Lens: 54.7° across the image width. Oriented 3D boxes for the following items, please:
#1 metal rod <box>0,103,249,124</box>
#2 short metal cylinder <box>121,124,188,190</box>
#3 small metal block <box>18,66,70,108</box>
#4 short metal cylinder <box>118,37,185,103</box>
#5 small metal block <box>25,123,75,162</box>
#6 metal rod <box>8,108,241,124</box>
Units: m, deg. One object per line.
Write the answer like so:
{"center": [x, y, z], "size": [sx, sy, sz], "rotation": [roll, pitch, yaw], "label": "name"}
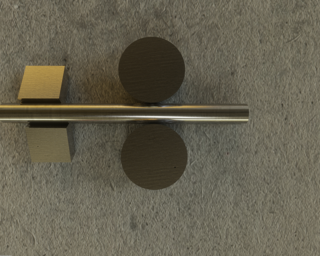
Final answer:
{"center": [-0.043, -0.018, 0.386], "size": [0.302, 0.025, 0.025], "rotation": [0, 90, 0], "label": "metal rod"}
{"center": [-0.007, 0.035, 0.398], "size": [0.081, 0.050, 0.079], "rotation": [0, 90, 0], "label": "short metal cylinder"}
{"center": [-0.148, -0.053, 0.400], "size": [0.050, 0.025, 0.050], "rotation": [0, 63, 0], "label": "small metal block"}
{"center": [-0.010, -0.071, 0.398], "size": [0.081, 0.050, 0.079], "rotation": [0, 90, 0], "label": "short metal cylinder"}
{"center": [-0.140, 0.016, 0.400], "size": [0.050, 0.025, 0.050], "rotation": [0, 117, -1], "label": "small metal block"}
{"center": [-0.044, -0.018, 0.411], "size": [0.302, 0.025, 0.025], "rotation": [0, 90, 0], "label": "metal rod"}
